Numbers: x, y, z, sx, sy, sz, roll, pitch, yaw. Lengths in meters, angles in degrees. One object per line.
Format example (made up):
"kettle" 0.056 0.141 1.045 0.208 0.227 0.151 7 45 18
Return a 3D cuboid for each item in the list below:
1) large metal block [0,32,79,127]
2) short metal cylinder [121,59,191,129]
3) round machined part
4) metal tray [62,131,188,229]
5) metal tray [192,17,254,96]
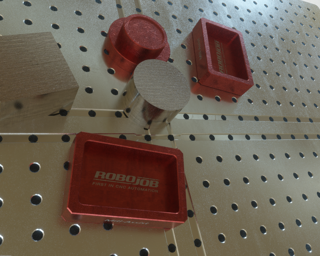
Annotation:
"large metal block" -0.149 -0.056 0.346 0.081 0.050 0.080 -19 72 -35
"short metal cylinder" -0.006 -0.045 0.416 0.081 0.050 0.080 14 56 -21
"round machined part" -0.028 -0.130 0.461 0.099 0.042 0.098 14 56 -21
"metal tray" -0.036 0.060 0.348 0.131 0.030 0.090 12 57 -22
"metal tray" 0.108 -0.125 0.538 0.091 0.030 0.130 12 57 -22
